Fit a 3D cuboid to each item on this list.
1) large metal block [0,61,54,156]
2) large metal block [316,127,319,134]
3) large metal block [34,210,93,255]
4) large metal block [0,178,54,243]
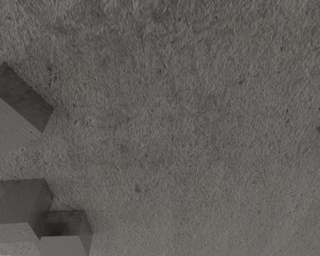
[{"bbox_3d":[-0.193,-0.019,0.373,0.080,0.050,0.080,-25,126,20],"label":"large metal block"},{"bbox_3d":[0.271,0.022,0.411,0.080,0.050,0.080,-31,124,23],"label":"large metal block"},{"bbox_3d":[-0.171,0.192,0.552,0.080,0.050,0.079,-2,130,2],"label":"large metal block"},{"bbox_3d":[-0.221,0.127,0.477,0.080,0.080,0.050,-4,130,3],"label":"large metal block"}]
